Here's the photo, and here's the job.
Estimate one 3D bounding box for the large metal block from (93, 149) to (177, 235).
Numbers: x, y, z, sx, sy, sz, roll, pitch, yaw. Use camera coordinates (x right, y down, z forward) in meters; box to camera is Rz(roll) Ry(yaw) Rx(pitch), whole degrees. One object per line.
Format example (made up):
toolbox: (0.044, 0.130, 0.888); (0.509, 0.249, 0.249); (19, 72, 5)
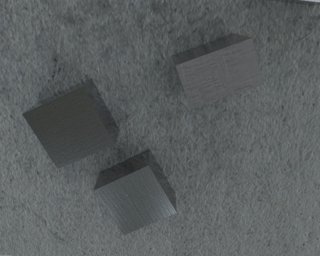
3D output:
large metal block: (-0.032, 0.088, 0.429); (0.080, 0.050, 0.080); (-26, 108, 9)

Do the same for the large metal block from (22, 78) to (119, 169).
large metal block: (-0.108, -0.007, 0.393); (0.080, 0.050, 0.080); (-23, 109, 8)

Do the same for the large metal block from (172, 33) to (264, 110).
large metal block: (0.062, -0.068, 0.356); (0.080, 0.080, 0.050); (-19, 109, 6)

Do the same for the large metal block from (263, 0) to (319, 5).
large metal block: (0.151, -0.179, 0.333); (0.081, 0.050, 0.079); (5, 110, -2)
